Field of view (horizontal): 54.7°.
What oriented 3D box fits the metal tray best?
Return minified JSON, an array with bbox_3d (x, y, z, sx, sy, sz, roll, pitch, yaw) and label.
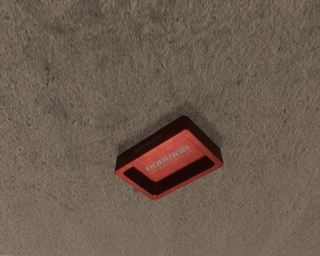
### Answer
[{"bbox_3d":[0.012,0.048,0.444,0.130,0.030,0.090,-32,124,24],"label":"metal tray"}]
